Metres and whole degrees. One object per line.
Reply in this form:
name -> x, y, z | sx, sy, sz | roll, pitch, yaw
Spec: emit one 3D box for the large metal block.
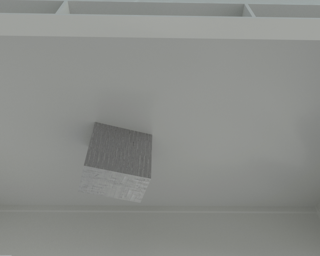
large metal block -> -0.057, 0.044, 0.410 | 0.080, 0.080, 0.050 | 13, 129, -11
